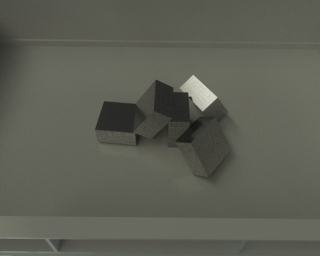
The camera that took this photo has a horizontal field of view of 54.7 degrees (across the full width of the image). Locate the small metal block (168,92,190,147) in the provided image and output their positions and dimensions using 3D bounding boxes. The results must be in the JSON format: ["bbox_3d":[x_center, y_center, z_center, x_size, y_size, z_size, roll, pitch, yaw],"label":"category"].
[{"bbox_3d":[0.023,-0.010,0.396,0.025,0.050,0.050,1,50,0],"label":"small metal block"}]

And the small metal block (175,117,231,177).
[{"bbox_3d":[0.052,0.021,0.366,0.025,0.050,0.050,2,38,50],"label":"small metal block"}]

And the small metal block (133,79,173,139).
[{"bbox_3d":[-0.008,-0.022,0.382,0.025,0.050,0.050,22,49,-23],"label":"small metal block"}]

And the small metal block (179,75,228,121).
[{"bbox_3d":[0.059,-0.037,0.415,0.025,0.050,0.050,-44,57,7],"label":"small metal block"}]

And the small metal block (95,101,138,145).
[{"bbox_3d":[-0.053,-0.007,0.407,0.050,0.025,0.050,5,50,4],"label":"small metal block"}]
